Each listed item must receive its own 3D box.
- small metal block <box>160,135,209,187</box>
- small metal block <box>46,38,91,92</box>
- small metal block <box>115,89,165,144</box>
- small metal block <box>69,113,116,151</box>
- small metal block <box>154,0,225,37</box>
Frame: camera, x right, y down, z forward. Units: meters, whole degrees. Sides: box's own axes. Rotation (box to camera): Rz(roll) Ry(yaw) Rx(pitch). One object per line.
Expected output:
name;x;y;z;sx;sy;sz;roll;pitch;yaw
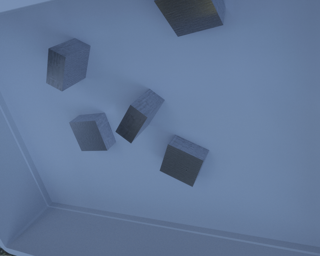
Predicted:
small metal block;0.032;0.044;0.418;0.050;0.025;0.050;25;127;12
small metal block;-0.119;-0.083;0.402;0.025;0.050;0.050;28;128;10
small metal block;-0.025;-0.016;0.395;0.025;0.050;0.050;37;129;3
small metal block;-0.100;0.007;0.464;0.050;0.025;0.050;-3;117;29
small metal block;0.030;-0.121;0.302;0.050;0.025;0.050;-6;150;30
